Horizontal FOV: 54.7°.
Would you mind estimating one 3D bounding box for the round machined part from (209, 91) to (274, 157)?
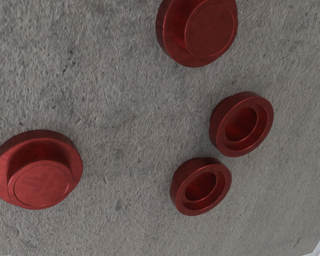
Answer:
[{"bbox_3d":[0.113,-0.009,0.451,0.099,0.042,0.097,-14,124,-21],"label":"round machined part"}]

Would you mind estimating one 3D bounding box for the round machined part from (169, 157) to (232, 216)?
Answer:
[{"bbox_3d":[0.058,0.085,0.480,0.099,0.042,0.097,-14,124,-21],"label":"round machined part"}]

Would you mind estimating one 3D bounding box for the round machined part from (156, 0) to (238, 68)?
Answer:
[{"bbox_3d":[0.048,-0.115,0.351,0.099,0.042,0.097,-14,124,-21],"label":"round machined part"}]

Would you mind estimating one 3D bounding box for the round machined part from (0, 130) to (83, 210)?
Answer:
[{"bbox_3d":[-0.137,0.054,0.354,0.099,0.042,0.097,-14,124,-21],"label":"round machined part"}]
